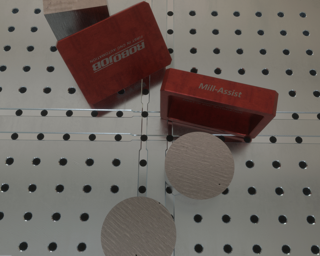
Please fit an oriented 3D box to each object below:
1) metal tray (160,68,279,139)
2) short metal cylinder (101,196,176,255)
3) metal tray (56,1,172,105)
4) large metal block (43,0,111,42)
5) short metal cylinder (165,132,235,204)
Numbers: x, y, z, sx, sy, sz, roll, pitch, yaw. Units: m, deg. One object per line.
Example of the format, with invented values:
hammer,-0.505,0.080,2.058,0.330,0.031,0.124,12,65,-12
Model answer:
metal tray,0.067,-0.027,0.387,0.131,0.090,0.030,13,71,4
short metal cylinder,-0.023,0.122,0.354,0.081,0.050,0.080,0,70,0
metal tray,-0.059,-0.101,0.418,0.131,0.030,0.090,-30,114,-10
large metal block,-0.112,-0.160,0.440,0.081,0.080,0.050,-10,70,-4
short metal cylinder,0.046,0.050,0.380,0.081,0.050,0.080,0,70,0
